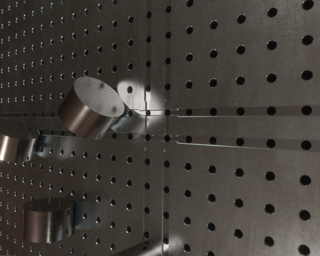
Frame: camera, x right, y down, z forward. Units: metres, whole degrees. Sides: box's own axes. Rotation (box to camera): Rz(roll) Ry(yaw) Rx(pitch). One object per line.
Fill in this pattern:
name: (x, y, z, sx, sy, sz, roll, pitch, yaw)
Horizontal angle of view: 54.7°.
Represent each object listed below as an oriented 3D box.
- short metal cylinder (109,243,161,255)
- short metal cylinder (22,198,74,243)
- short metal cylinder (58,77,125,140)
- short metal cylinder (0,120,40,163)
short metal cylinder: (-0.034, 0.204, 0.419, 0.080, 0.050, 0.079, 0, 90, 39)
short metal cylinder: (-0.190, 0.154, 0.527, 0.080, 0.081, 0.050, 6, 94, 39)
short metal cylinder: (-0.100, -0.029, 0.453, 0.050, 0.081, 0.080, -48, 62, 29)
short metal cylinder: (-0.282, 0.025, 0.602, 0.080, 0.081, 0.050, 34, 111, 34)
